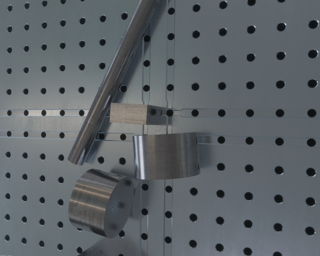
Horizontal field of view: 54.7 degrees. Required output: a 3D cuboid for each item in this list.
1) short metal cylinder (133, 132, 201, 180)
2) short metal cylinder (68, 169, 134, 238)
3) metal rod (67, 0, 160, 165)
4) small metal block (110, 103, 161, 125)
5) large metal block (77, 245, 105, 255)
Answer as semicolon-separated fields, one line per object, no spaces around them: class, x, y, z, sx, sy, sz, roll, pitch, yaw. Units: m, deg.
short metal cylinder;0.008;0.032;0.381;0.080;0.080;0.050;-4;89;20
short metal cylinder;-0.075;0.098;0.410;0.050;0.080;0.079;11;94;19
metal rod;-0.058;-0.083;0.432;0.025;0.025;0.298;29;99;17
small metal block;-0.031;-0.018;0.410;0.050;0.050;0.025;4;92;20
large metal block;-0.095;0.217;0.417;0.080;0.080;0.050;38;102;16
